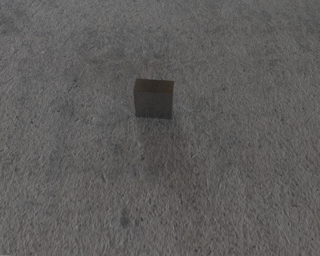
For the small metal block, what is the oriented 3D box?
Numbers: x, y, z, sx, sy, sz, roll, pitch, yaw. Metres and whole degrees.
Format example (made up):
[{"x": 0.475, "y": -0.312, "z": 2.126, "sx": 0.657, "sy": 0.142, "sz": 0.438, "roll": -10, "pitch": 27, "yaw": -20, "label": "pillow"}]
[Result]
[{"x": -0.008, "y": -0.039, "z": 0.420, "sx": 0.050, "sy": 0.050, "sz": 0.025, "roll": 4, "pitch": 50, "yaw": 3, "label": "small metal block"}]
